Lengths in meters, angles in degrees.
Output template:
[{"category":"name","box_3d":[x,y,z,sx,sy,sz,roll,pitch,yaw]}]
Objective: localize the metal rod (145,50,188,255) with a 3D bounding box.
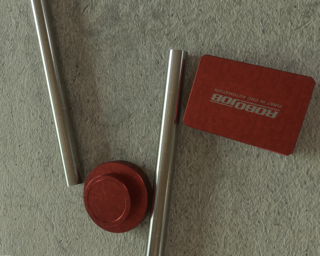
[{"category":"metal rod","box_3d":[0.007,0.050,0.405,0.025,0.025,0.298,7,92,19]}]

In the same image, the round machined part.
[{"category":"round machined part","box_3d":[-0.063,0.094,0.421,0.098,0.042,0.097,0,90,19]}]

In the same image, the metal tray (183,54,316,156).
[{"category":"metal tray","box_3d":[0.102,-0.029,0.370,0.130,0.030,0.089,17,96,18]}]

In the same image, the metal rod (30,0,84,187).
[{"category":"metal rod","box_3d":[-0.155,-0.063,0.461,0.025,0.025,0.298,-14,85,19]}]
